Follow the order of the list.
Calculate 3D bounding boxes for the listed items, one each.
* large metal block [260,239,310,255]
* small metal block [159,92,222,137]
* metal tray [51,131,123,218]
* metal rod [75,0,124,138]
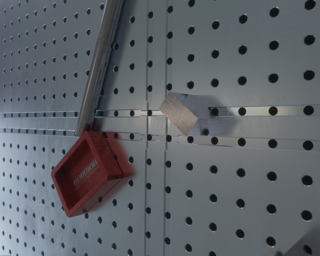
[{"bbox_3d":[0.116,0.158,0.278,0.050,0.081,0.080,-42,65,32],"label":"large metal block"},{"bbox_3d":[0.036,-0.016,0.364,0.050,0.050,0.025,46,118,30],"label":"small metal block"},{"bbox_3d":[-0.124,0.076,0.508,0.129,0.030,0.090,-44,64,31],"label":"metal tray"},{"bbox_3d":[-0.087,-0.126,0.480,0.025,0.025,0.298,27,107,36],"label":"metal rod"}]
